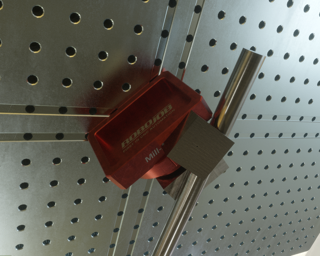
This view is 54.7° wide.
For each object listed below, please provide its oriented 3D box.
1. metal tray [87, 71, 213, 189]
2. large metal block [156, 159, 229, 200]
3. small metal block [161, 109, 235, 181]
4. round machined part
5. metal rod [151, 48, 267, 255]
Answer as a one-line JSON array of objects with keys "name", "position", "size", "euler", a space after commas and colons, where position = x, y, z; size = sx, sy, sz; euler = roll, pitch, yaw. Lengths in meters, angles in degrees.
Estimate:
[{"name": "metal tray", "position": [-0.016, -0.002, 0.360], "size": [0.130, 0.090, 0.030], "euler": [-40, 130, -2]}, {"name": "large metal block", "position": [0.030, 0.043, 0.417], "size": [0.080, 0.080, 0.050], "euler": [-40, 130, -1]}, {"name": "small metal block", "position": [0.038, 0.018, 0.318], "size": [0.050, 0.025, 0.050], "euler": [35, 97, -20]}, {"name": "round machined part", "position": [-0.002, 0.020, 0.382], "size": [0.098, 0.098, 0.042], "euler": [-41, 130, -1]}, {"name": "metal rod", "position": [0.047, 0.053, 0.367], "size": [0.025, 0.025, 0.298], "euler": [7, 115, -32]}]
